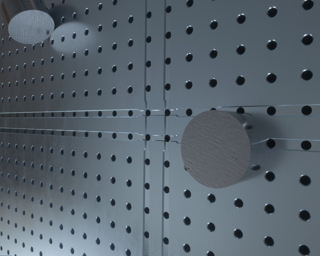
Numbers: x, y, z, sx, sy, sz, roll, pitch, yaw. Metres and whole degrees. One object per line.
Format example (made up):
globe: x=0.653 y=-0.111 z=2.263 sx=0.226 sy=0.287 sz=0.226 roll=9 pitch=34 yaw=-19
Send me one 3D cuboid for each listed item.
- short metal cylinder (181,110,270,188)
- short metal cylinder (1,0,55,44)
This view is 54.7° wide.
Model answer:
short metal cylinder: x=0.070 y=0.021 z=0.334 sx=0.080 sy=0.050 sz=0.079 roll=0 pitch=90 yaw=39
short metal cylinder: x=-0.243 y=-0.202 z=0.570 sx=0.080 sy=0.081 sz=0.050 roll=-42 pitch=65 yaw=32
